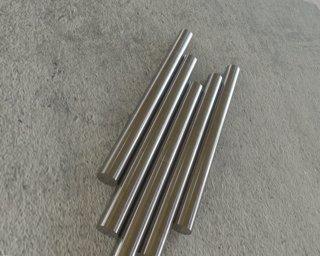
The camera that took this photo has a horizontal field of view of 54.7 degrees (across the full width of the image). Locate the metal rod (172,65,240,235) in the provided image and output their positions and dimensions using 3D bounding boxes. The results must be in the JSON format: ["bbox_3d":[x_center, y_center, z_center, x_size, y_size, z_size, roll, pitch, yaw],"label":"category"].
[{"bbox_3d":[0.075,0.008,0.442,0.025,0.025,0.301,32,52,-8],"label":"metal rod"}]

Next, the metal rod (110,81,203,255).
[{"bbox_3d":[0.003,0.045,0.381,0.025,0.025,0.301,32,51,-8],"label":"metal rod"}]

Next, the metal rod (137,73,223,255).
[{"bbox_3d":[0.038,0.028,0.410,0.025,0.025,0.301,32,52,-8],"label":"metal rod"}]

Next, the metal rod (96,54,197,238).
[{"bbox_3d":[-0.003,-0.002,0.406,0.025,0.025,0.301,32,51,-8],"label":"metal rod"}]

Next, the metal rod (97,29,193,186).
[{"bbox_3d":[-0.007,-0.050,0.433,0.025,0.025,0.301,32,52,-8],"label":"metal rod"}]
